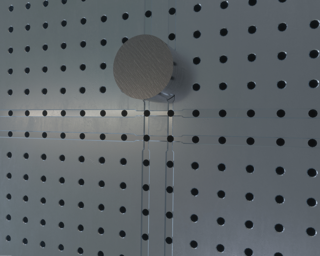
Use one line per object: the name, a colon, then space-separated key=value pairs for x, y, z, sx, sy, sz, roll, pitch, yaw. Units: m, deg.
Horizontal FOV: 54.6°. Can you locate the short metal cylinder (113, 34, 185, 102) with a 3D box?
short metal cylinder: x=-0.013 y=-0.075 z=0.404 sx=0.080 sy=0.050 sz=0.080 roll=0 pitch=90 yaw=20
